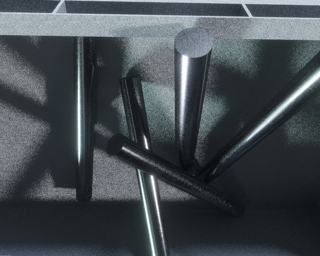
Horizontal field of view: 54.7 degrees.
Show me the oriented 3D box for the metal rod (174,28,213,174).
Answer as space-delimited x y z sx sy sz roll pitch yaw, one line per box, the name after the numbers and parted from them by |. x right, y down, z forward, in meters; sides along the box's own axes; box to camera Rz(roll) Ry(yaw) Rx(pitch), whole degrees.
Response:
0.029 0.007 0.337 0.025 0.025 0.299 -3 155 2 | metal rod

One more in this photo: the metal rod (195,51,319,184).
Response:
0.098 0.013 0.352 0.025 0.025 0.298 10 151 -9 | metal rod

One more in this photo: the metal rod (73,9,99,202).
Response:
-0.098 -0.002 0.405 0.025 0.025 0.298 7 130 -6 | metal rod

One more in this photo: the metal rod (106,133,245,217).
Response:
0.043 0.078 0.424 0.025 0.025 0.301 -31 139 23 | metal rod

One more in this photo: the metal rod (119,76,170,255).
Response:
-0.013 0.083 0.401 0.025 0.025 0.298 -7 106 5 | metal rod
